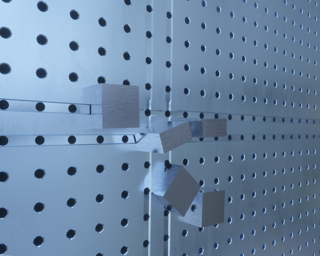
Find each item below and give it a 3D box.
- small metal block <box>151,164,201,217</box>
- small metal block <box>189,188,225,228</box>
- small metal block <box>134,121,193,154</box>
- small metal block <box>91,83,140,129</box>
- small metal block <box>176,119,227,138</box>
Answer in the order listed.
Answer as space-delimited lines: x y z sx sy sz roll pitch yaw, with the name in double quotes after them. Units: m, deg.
0.023 0.086 0.428 0.050 0.025 0.050 50 61 -28 "small metal block"
0.072 0.119 0.468 0.050 0.025 0.050 4 88 -40 "small metal block"
0.004 0.010 0.395 0.050 0.050 0.025 -23 105 -38 "small metal block"
-0.052 -0.025 0.365 0.050 0.025 0.050 -2 91 -40 "small metal block"
0.059 0.000 0.441 0.050 0.050 0.025 -2 92 -40 "small metal block"
